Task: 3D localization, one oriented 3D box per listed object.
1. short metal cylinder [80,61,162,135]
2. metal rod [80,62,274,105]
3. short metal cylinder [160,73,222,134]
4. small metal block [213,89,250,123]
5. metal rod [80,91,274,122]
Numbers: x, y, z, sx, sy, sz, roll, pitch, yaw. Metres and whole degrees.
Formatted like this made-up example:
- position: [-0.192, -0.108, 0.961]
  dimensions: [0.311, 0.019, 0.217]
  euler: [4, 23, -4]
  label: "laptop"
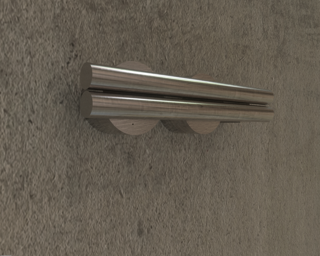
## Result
- position: [-0.042, -0.032, 0.353]
  dimensions: [0.081, 0.050, 0.080]
  euler: [0, 90, -40]
  label: "short metal cylinder"
- position: [0.048, -0.047, 0.380]
  dimensions: [0.302, 0.025, 0.025]
  euler: [0, 90, -40]
  label: "metal rod"
- position: [0.042, -0.032, 0.425]
  dimensions: [0.081, 0.050, 0.080]
  euler: [0, 90, -40]
  label: "short metal cylinder"
- position: [0.111, -0.033, 0.484]
  dimensions: [0.025, 0.050, 0.050]
  euler: [-2, 91, -40]
  label: "small metal block"
- position: [0.048, -0.021, 0.380]
  dimensions: [0.302, 0.025, 0.025]
  euler: [0, 90, -40]
  label: "metal rod"
